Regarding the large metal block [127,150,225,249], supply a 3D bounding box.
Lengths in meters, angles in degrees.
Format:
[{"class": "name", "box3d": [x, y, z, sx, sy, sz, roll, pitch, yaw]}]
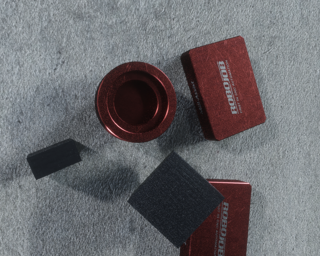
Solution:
[{"class": "large metal block", "box3d": [0.019, 0.084, 0.384, 0.080, 0.050, 0.080, 43, 89, 2]}]

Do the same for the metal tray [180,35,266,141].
[{"class": "metal tray", "box3d": [0.091, -0.056, 0.442, 0.091, 0.030, 0.129, -20, 97, -19]}]

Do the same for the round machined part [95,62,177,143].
[{"class": "round machined part", "box3d": [-0.032, -0.031, 0.389, 0.099, 0.042, 0.097, 0, 90, -21]}]

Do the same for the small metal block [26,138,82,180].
[{"class": "small metal block", "box3d": [-0.120, 0.033, 0.352, 0.050, 0.050, 0.025, -23, 98, -19]}]

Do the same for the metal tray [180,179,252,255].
[{"class": "metal tray", "box3d": [0.079, 0.139, 0.437, 0.091, 0.030, 0.129, 6, 88, -20]}]
